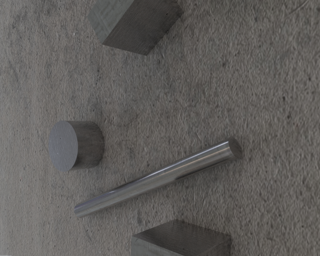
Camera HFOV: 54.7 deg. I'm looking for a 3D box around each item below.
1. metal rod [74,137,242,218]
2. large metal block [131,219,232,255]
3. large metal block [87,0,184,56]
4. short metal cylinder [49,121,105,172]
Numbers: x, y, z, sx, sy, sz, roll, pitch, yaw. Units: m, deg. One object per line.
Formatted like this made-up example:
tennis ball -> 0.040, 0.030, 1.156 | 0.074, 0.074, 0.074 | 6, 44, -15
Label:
metal rod -> -0.025, 0.079, 0.425 | 0.299, 0.025, 0.025 | -28, 72, 36
large metal block -> 0.024, 0.146, 0.349 | 0.080, 0.081, 0.050 | 4, 93, 40
large metal block -> -0.031, -0.145, 0.395 | 0.080, 0.081, 0.050 | -43, 64, 31
short metal cylinder -> -0.136, 0.028, 0.501 | 0.080, 0.050, 0.080 | 0, 90, 40
